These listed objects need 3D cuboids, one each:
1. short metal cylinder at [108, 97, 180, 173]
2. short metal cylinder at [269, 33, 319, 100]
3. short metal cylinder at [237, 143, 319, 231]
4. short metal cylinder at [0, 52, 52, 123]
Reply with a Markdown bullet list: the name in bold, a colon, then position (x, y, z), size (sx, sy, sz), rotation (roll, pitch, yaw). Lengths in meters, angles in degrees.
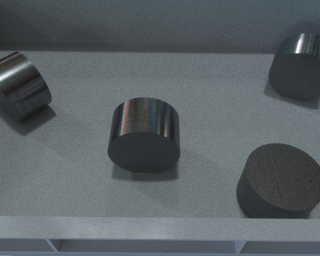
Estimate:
- **short metal cylinder**: position (-0.017, 0.010, 0.361), size (0.081, 0.080, 0.050), rotation (1, 50, 0)
- **short metal cylinder**: position (0.203, -0.087, 0.445), size (0.080, 0.080, 0.050), rotation (19, 53, 15)
- **short metal cylinder**: position (0.129, 0.063, 0.337), size (0.081, 0.050, 0.080), rotation (0, 50, 0)
- **short metal cylinder**: position (-0.191, -0.054, 0.412), size (0.080, 0.080, 0.050), rotation (35, 58, 25)
